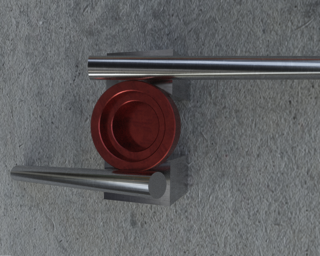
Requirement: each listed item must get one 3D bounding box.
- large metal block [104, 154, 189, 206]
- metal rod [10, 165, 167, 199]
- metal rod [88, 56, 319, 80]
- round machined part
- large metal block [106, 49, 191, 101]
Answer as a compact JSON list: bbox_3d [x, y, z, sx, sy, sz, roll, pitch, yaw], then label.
[{"bbox_3d":[-0.013,0.059,0.385,0.080,0.080,0.050,1,91,19],"label":"large metal block"},{"bbox_3d":[-0.113,0.062,0.390,0.300,0.025,0.025,-5,89,42],"label":"metal rod"},{"bbox_3d":[0.079,-0.063,0.325,0.302,0.025,0.025,-1,90,-3],"label":"metal rod"},{"bbox_3d":[-0.024,-0.002,0.346,0.098,0.042,0.097,0,90,19],"label":"round machined part"},{"bbox_3d":[-0.011,-0.061,0.384,0.080,0.080,0.050,1,91,19],"label":"large metal block"}]
